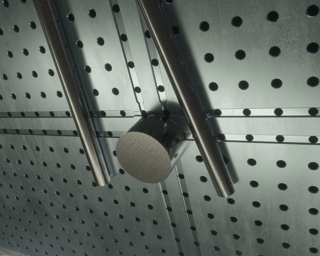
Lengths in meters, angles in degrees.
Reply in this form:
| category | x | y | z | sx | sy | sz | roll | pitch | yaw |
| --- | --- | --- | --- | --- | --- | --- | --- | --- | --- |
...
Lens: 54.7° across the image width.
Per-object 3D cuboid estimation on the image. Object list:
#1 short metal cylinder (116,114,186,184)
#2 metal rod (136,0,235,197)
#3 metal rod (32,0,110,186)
| category | x | y | z | sx | sy | sz | roll | pitch | yaw |
| --- | --- | --- | --- | --- | --- | --- | --- | --- | --- |
| short metal cylinder | -0.012 | 0.028 | 0.418 | 0.080 | 0.050 | 0.079 | 13 | 124 | 21 |
| metal rod | 0.030 | -0.043 | 0.368 | 0.025 | 0.025 | 0.299 | -12 | 113 | 33 |
| metal rod | -0.122 | -0.042 | 0.449 | 0.025 | 0.025 | 0.298 | 3 | 120 | 27 |
